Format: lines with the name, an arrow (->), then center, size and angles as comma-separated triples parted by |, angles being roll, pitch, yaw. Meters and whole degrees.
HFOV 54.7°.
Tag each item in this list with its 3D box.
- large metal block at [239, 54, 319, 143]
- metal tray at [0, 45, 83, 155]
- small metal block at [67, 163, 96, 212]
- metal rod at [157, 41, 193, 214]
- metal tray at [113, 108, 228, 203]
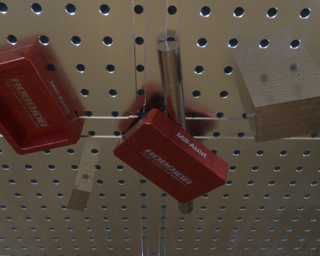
large metal block -> 0.139, -0.035, 0.348 | 0.080, 0.080, 0.050 | -9, 130, 7
metal tray -> -0.164, -0.028, 0.381 | 0.090, 0.030, 0.129 | -12, 130, 9
small metal block -> -0.119, 0.090, 0.470 | 0.025, 0.050, 0.050 | 16, 128, -14
metal rod -> 0.027, 0.023, 0.431 | 0.025, 0.025, 0.298 | -6, 130, 4
metal tray -> 0.014, 0.042, 0.414 | 0.130, 0.030, 0.090 | 38, 134, -13
